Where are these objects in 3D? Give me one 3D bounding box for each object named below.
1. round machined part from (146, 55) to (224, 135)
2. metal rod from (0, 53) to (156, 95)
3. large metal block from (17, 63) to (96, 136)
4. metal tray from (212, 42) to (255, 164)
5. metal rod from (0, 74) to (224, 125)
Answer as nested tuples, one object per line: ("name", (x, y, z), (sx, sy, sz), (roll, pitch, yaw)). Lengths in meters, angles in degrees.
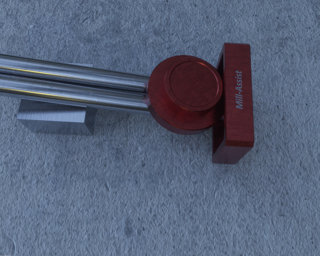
("round machined part", (0.035, -0.044, 0.365), (0.099, 0.042, 0.098), (3, 72, -11))
("metal rod", (-0.064, -0.060, 0.382), (0.302, 0.025, 0.025), (7, 70, -12))
("large metal block", (-0.128, -0.038, 0.404), (0.081, 0.050, 0.080), (3, 70, 1))
("metal tray", (0.087, -0.028, 0.385), (0.030, 0.090, 0.130), (3, 70, 1))
("metal rod", (-0.066, -0.034, 0.373), (0.302, 0.025, 0.025), (7, 70, -11))
